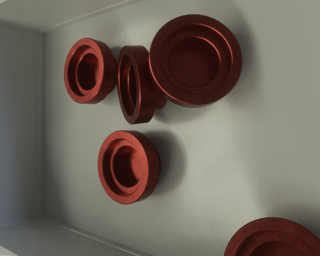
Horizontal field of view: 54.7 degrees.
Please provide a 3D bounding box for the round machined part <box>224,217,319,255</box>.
[{"bbox_3d":[0.112,0.136,0.288,0.098,0.042,0.098,-14,61,28],"label":"round machined part"}]

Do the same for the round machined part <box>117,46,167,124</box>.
[{"bbox_3d":[-0.022,-0.055,0.394,0.098,0.042,0.097,173,90,-68],"label":"round machined part"}]

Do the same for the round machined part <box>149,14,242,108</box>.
[{"bbox_3d":[0.036,-0.070,0.342,0.099,0.042,0.097,1,84,-5],"label":"round machined part"}]

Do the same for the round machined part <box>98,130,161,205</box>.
[{"bbox_3d":[-0.038,0.052,0.425,0.098,0.042,0.097,0,90,39],"label":"round machined part"}]

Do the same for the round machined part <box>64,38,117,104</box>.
[{"bbox_3d":[-0.102,-0.085,0.477,0.098,0.042,0.097,0,90,39],"label":"round machined part"}]
